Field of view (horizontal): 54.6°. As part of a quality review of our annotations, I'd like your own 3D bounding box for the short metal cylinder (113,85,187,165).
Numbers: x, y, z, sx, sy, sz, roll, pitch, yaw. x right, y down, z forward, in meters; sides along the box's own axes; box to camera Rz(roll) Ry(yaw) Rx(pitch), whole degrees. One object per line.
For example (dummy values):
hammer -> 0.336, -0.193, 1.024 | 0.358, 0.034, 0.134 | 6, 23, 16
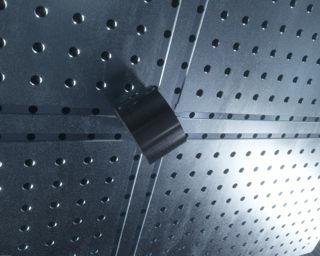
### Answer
short metal cylinder -> -0.012, -0.003, 0.366 | 0.050, 0.080, 0.080 | -32, 129, -7
